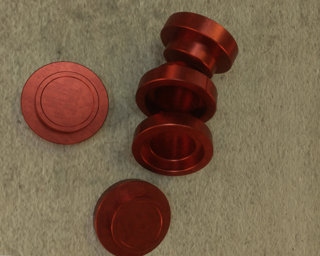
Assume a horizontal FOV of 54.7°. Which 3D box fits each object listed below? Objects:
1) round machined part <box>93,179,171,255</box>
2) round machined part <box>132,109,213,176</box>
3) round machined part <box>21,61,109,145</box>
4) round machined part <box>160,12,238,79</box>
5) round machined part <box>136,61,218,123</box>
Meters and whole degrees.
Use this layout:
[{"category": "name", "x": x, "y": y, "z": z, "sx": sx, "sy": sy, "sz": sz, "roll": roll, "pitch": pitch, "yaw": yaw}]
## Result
[{"category": "round machined part", "x": -0.031, "y": 0.116, "z": 0.390, "sx": 0.099, "sy": 0.042, "sz": 0.097, "roll": 0, "pitch": 90, "yaw": -21}, {"category": "round machined part", "x": 0.016, "y": 0.015, "z": 0.388, "sx": 0.099, "sy": 0.097, "sz": 0.042, "roll": 24, "pitch": 42, "yaw": -19}, {"category": "round machined part", "x": -0.108, "y": -0.029, "z": 0.360, "sx": 0.099, "sy": 0.042, "sz": 0.097, "roll": 0, "pitch": 90, "yaw": -21}, {"category": "round machined part", "x": 0.043, "y": -0.095, "z": 0.387, "sx": 0.098, "sy": 0.098, "sz": 0.042, "roll": 31, "pitch": 79, "yaw": -18}, {"category": "round machined part", "x": 0.022, "y": -0.044, "z": 0.385, "sx": 0.099, "sy": 0.098, "sz": 0.042, "roll": 23, "pitch": 57, "yaw": -19}]
